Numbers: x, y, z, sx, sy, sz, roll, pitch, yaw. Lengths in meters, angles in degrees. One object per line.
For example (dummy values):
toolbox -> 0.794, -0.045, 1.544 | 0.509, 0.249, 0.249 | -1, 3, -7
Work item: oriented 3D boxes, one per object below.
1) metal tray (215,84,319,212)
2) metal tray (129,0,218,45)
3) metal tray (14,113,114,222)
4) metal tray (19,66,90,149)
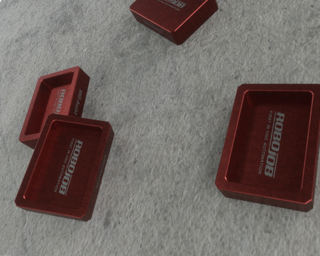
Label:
metal tray -> 0.118, 0.014, 0.329 | 0.090, 0.030, 0.130 | 5, 64, 30
metal tray -> 0.019, -0.199, 0.511 | 0.090, 0.030, 0.130 | -44, 51, -3
metal tray -> -0.121, 0.049, 0.409 | 0.090, 0.030, 0.130 | 9, 65, 6
metal tray -> -0.171, -0.034, 0.508 | 0.090, 0.030, 0.130 | -10, 57, 22
